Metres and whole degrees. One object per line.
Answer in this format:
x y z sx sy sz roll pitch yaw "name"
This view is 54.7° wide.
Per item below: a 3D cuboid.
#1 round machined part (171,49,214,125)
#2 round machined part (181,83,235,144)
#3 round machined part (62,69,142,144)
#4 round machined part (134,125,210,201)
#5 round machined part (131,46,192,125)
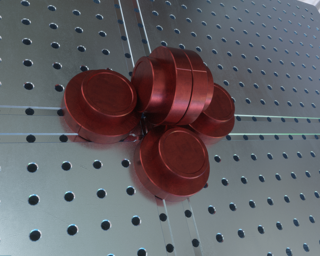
0.033 -0.053 0.406 0.042 0.097 0.098 -1 62 -29 "round machined part"
0.070 -0.029 0.454 0.099 0.042 0.098 14 56 -21 "round machined part"
-0.067 -0.033 0.382 0.099 0.042 0.098 14 56 -21 "round machined part"
0.021 0.038 0.387 0.099 0.042 0.098 14 56 -21 "round machined part"
-0.005 -0.052 0.384 0.042 0.097 0.098 1 61 -28 "round machined part"
